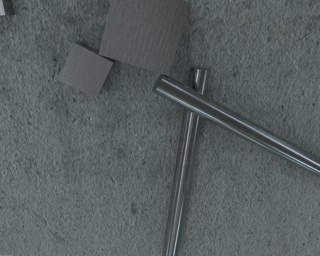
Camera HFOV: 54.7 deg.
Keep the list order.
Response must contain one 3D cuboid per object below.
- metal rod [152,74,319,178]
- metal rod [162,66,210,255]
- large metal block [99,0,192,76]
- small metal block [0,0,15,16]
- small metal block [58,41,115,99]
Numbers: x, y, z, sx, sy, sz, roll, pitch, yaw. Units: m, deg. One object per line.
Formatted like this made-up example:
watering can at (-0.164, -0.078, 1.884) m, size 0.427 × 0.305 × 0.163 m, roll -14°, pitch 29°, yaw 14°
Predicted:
metal rod at (0.128, 0.011, 0.398) m, size 0.302 × 0.025 × 0.025 m, roll 26°, pitch 108°, yaw -16°
metal rod at (0.033, 0.065, 0.434) m, size 0.025 × 0.025 × 0.298 m, roll 6°, pitch 110°, yaw -3°
large metal block at (-0.017, -0.114, 0.354) m, size 0.080 × 0.050 × 0.079 m, roll 16°, pitch 109°, yaw -7°
small metal block at (-0.200, -0.153, 0.351) m, size 0.050 × 0.025 × 0.050 m, roll -4°, pitch 110°, yaw 1°
small metal block at (-0.089, -0.072, 0.382) m, size 0.050 × 0.025 × 0.050 m, roll 26°, pitch 108°, yaw -10°
